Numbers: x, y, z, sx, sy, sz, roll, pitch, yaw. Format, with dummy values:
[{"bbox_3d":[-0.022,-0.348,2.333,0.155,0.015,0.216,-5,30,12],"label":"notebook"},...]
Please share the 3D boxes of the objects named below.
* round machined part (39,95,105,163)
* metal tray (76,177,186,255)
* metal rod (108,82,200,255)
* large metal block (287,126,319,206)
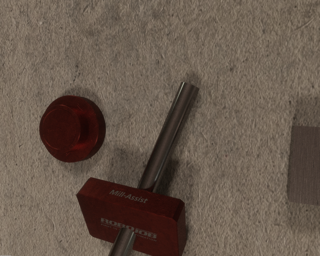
[{"bbox_3d":[-0.132,0.001,0.445,0.098,0.042,0.097,0,90,19],"label":"round machined part"},{"bbox_3d":[-0.034,0.116,0.392,0.130,0.030,0.089,10,129,19],"label":"metal tray"},{"bbox_3d":[-0.019,0.084,0.392,0.025,0.025,0.299,23,89,18],"label":"metal rod"},{"bbox_3d":[0.183,0.040,0.331,0.080,0.050,0.079,4,92,19],"label":"large metal block"}]
